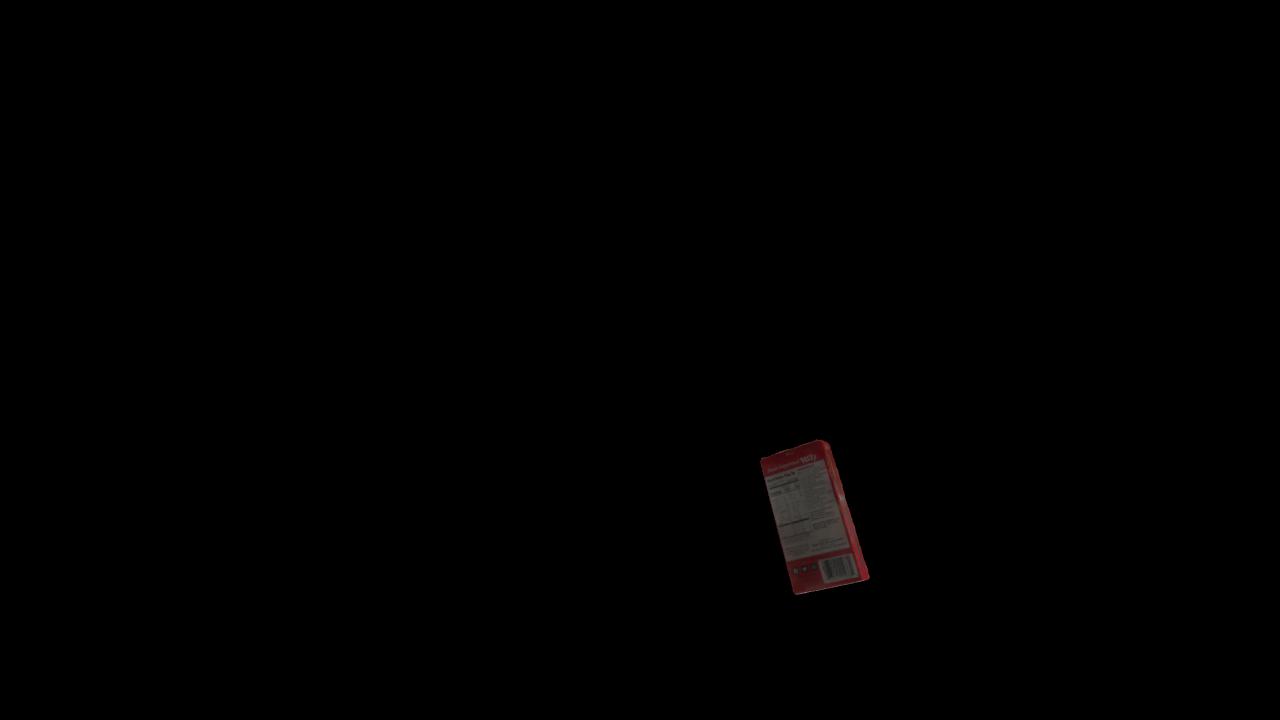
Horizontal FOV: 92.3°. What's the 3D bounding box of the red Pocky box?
[{"bbox_3d":[0.193,0.175,0.689,0.083,0.155,0.028,-26,-28,33],"label":"red Pocky box"}]
